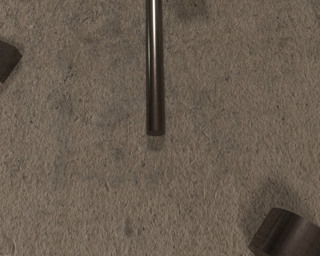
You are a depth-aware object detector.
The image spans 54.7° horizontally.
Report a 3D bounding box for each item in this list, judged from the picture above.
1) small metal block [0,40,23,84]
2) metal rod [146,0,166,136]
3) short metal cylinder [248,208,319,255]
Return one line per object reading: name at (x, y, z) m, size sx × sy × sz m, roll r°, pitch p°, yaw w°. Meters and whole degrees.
small metal block at (-0.236, -0.099, 0.441) m, size 0.050 × 0.025 × 0.050 m, roll 24°, pitch 72°, yaw 8°
metal rod at (-0.008, -0.133, 0.456) m, size 0.025 × 0.025 × 0.299 m, roll -1°, pitch 70°, yaw -1°
short metal cylinder at (0.144, 0.131, 0.333) m, size 0.080 × 0.080 × 0.050 m, roll 35°, pitch 74°, yaw 11°
